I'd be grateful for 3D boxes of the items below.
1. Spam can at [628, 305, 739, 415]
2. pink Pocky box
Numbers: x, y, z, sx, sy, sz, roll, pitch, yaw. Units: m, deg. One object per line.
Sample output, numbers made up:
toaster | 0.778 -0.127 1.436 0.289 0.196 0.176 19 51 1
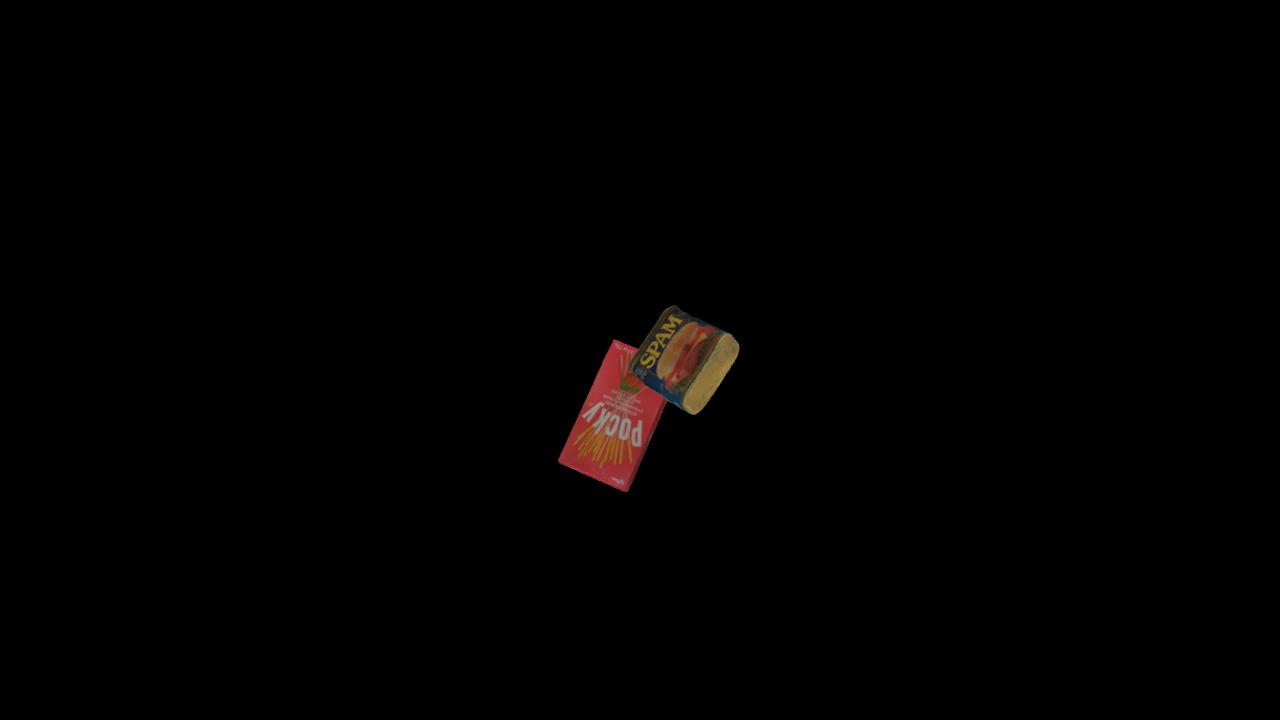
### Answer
Spam can | 0.050 0.001 0.694 0.085 0.101 0.058 30 -7 36
pink Pocky box | -0.022 0.061 0.694 0.084 0.155 0.029 22 -12 11
